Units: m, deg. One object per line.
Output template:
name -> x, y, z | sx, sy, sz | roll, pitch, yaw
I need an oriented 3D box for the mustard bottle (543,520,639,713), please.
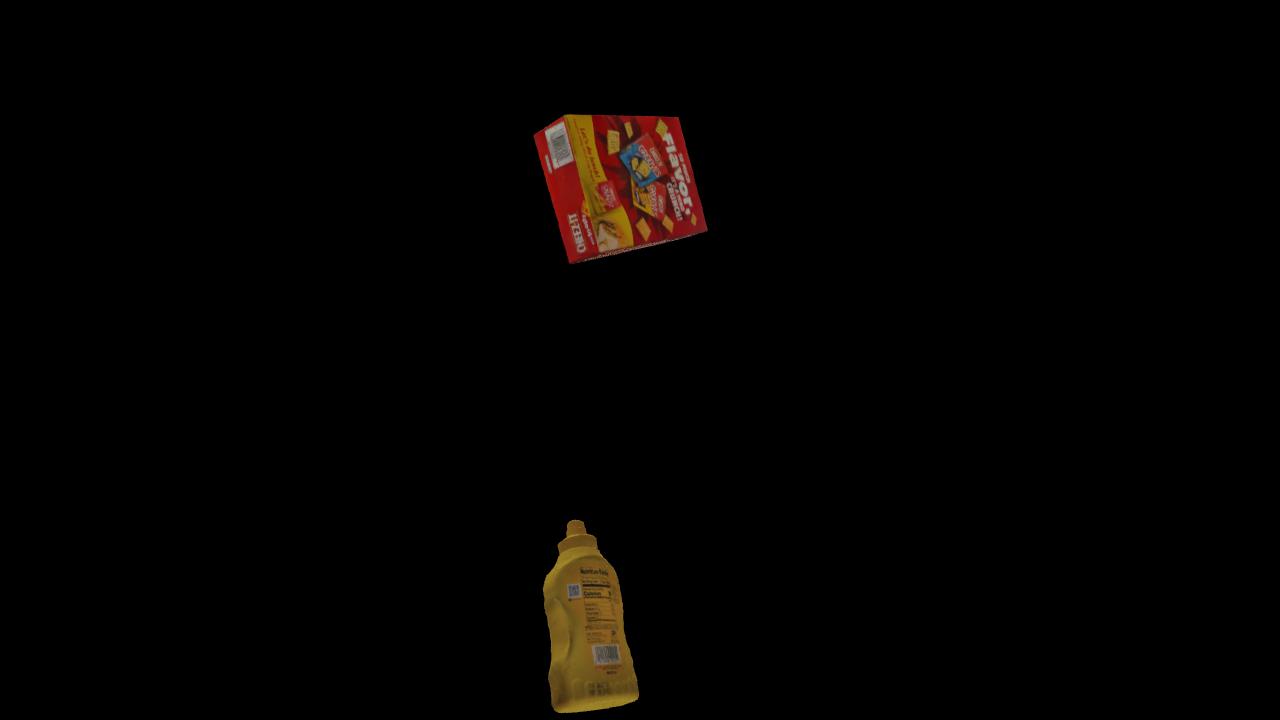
mustard bottle -> -0.055, 0.253, 0.630 | 0.092, 0.184, 0.054 | 15, -43, -34

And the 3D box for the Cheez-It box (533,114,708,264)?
Cheez-It box -> -0.017, -0.229, 0.809 | 0.071, 0.166, 0.223 | -7, 11, 45
